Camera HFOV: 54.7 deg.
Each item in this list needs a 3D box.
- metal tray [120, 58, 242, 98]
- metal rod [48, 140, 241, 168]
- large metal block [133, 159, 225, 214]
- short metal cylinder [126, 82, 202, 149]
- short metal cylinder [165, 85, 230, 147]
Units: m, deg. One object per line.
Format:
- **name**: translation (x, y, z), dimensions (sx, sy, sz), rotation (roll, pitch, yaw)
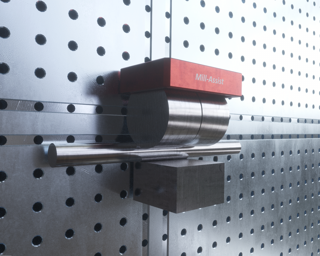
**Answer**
- **metal tray**: translation (0.028, -0.056, 0.386), dimensions (0.131, 0.090, 0.030), rotation (1, 89, -40)
- **metal rod**: translation (0.007, 0.030, 0.410), dimensions (0.302, 0.025, 0.025), rotation (1, 90, -40)
- **large metal block**: translation (0.023, 0.067, 0.388), dimensions (0.081, 0.080, 0.050), rotation (1, 90, -40)
- **short metal cylinder**: translation (0.003, -0.016, 0.373), dimensions (0.050, 0.080, 0.079), rotation (1, 90, -40)
- **short metal cylinder**: translation (0.043, -0.015, 0.406), dimensions (0.050, 0.080, 0.080), rotation (2, 89, -40)
